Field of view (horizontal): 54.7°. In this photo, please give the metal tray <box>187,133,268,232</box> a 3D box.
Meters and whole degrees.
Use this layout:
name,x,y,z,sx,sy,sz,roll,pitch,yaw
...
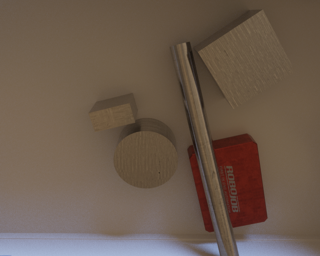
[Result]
name,x,y,z,sx,sy,sz,roll,pitch,yaw
metal tray,0.096,0.080,0.440,0.090,0.030,0.129,-13,110,4

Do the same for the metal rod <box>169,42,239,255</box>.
name,x,y,z,sx,sy,sz,roll,pitch,yaw
metal rod,0.060,0.043,0.394,0.025,0.025,0.298,-14,102,4

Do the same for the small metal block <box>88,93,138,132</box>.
name,x,y,z,sx,sy,sz,roll,pitch,yaw
small metal block,-0.057,-0.021,0.390,0.050,0.050,0.025,-13,110,4

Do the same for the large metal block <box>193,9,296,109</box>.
name,x,y,z,sx,sy,sz,roll,pitch,yaw
large metal block,0.097,-0.082,0.369,0.080,0.050,0.080,-32,107,11

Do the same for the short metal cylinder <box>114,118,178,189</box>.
name,x,y,z,sx,sy,sz,roll,pitch,yaw
short metal cylinder,-0.018,0.032,0.410,0.081,0.050,0.079,0,110,-1
